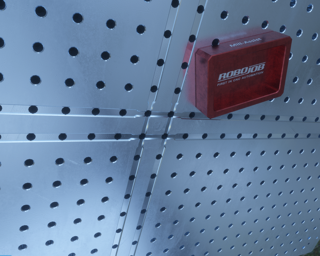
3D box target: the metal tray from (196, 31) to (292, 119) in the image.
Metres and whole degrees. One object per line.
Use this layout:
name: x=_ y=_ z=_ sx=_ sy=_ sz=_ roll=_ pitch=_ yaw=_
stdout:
metal tray: x=0.113 y=-0.073 z=0.423 sx=0.131 sy=0.030 sz=0.089 roll=-18 pitch=126 yaw=-18
